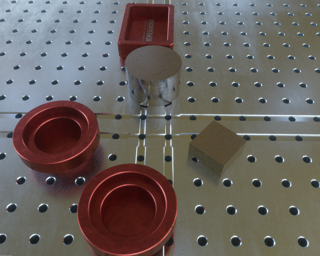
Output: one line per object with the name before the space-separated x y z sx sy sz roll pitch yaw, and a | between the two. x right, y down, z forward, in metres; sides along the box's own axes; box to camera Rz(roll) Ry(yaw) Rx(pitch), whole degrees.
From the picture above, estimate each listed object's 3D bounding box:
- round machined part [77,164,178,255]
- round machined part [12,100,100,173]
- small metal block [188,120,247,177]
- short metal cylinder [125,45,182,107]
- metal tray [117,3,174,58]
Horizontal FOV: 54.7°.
round machined part | -0.032 0.089 0.321 0.099 0.042 0.098 0 50 0
round machined part | -0.123 0.015 0.383 0.099 0.042 0.098 0 50 0
small metal block | 0.072 0.025 0.388 0.050 0.025 0.050 35 58 25
short metal cylinder | -0.009 -0.077 0.456 0.081 0.050 0.080 0 50 0
metal tray | -0.021 -0.175 0.550 0.091 0.030 0.130 2 50 1
